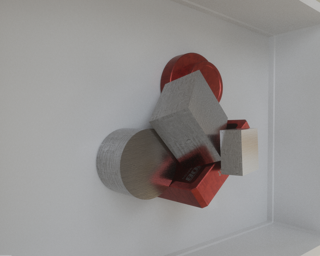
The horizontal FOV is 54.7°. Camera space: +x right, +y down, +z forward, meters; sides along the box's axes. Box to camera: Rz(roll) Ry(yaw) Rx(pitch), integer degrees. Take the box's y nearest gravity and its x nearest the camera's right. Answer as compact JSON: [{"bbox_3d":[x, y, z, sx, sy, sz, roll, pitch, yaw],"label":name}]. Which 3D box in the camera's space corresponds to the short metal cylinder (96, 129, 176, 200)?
[{"bbox_3d":[-0.027,0.040,0.367,0.081,0.050,0.079,0,90,-40],"label":"short metal cylinder"}]

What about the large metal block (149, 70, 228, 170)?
[{"bbox_3d":[0.039,-0.010,0.376,0.080,0.050,0.080,54,34,-27],"label":"large metal block"}]

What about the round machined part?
[{"bbox_3d":[0.051,-0.058,0.438,0.099,0.042,0.097,0,90,-40],"label":"round machined part"}]

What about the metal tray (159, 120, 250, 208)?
[{"bbox_3d":[0.054,0.040,0.409,0.131,0.090,0.030,-46,117,-31],"label":"metal tray"}]

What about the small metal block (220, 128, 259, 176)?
[{"bbox_3d":[0.093,0.026,0.361,0.050,0.025,0.050,-4,92,-53],"label":"small metal block"}]
